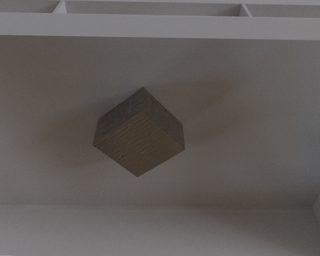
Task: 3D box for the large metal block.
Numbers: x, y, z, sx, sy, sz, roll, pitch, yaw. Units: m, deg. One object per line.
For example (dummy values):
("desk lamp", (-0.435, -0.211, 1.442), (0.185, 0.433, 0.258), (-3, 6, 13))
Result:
("large metal block", (-0.026, 0.008, 0.399), (0.080, 0.050, 0.080), (-33, 123, 24))
